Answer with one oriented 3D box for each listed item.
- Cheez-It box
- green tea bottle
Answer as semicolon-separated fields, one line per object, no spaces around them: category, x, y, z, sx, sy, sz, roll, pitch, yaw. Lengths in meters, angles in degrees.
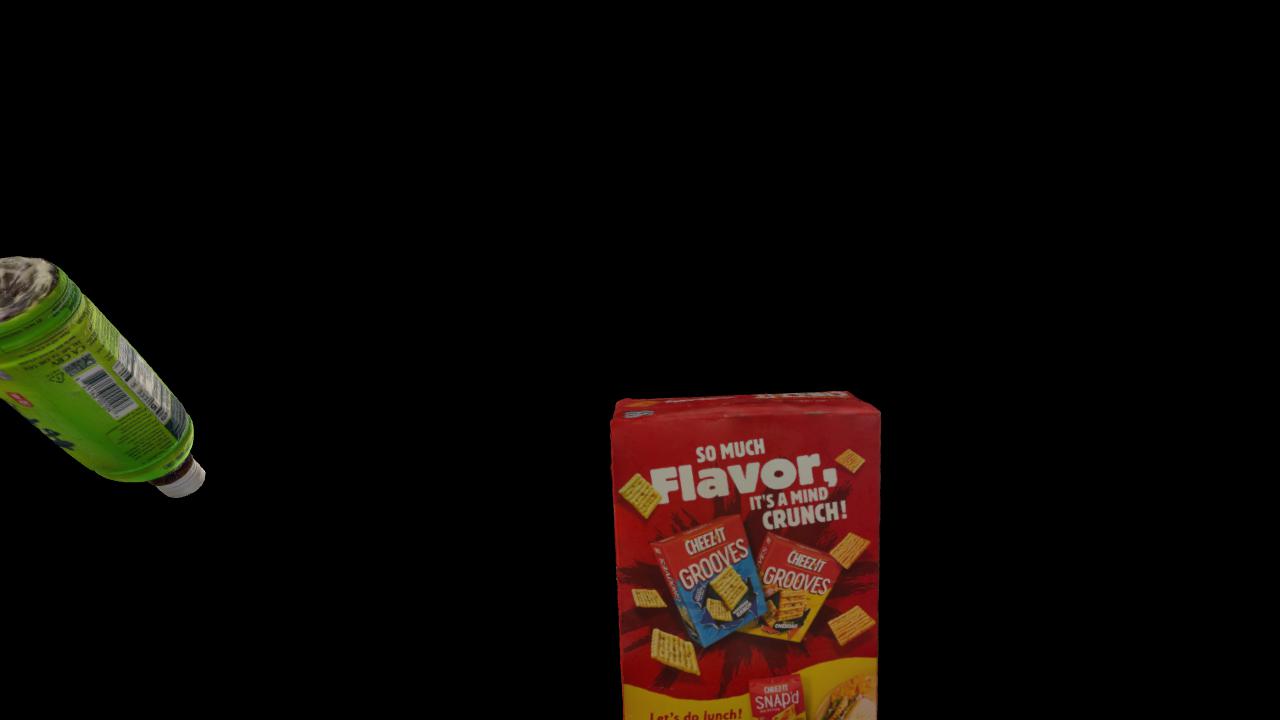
Cheez-It box;0.067;0.136;0.411;0.166;0.223;0.071;-3;8;2
green tea bottle;-0.368;0.031;0.423;0.073;0.073;0.212;0;-43;1
